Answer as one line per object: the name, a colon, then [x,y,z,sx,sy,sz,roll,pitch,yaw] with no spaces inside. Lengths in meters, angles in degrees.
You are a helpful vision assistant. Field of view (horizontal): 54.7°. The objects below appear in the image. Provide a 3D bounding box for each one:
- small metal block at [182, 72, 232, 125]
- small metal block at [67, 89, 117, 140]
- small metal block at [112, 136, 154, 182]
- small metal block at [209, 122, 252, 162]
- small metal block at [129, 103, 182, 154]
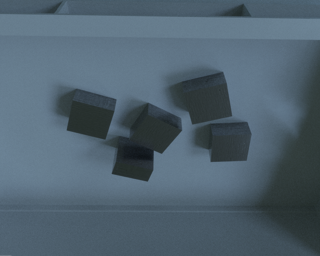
small metal block: [0.058,-0.036,0.379,0.050,0.025,0.050,-12,129,10]
small metal block: [-0.087,-0.017,0.394,0.050,0.025,0.050,15,129,-12]
small metal block: [-0.036,0.042,0.428,0.050,0.050,0.025,14,129,-12]
small metal block: [0.095,0.020,0.427,0.050,0.025,0.050,-2,130,2]
small metal block: [-0.006,0.001,0.410,0.050,0.025,0.050,25,126,-20]
